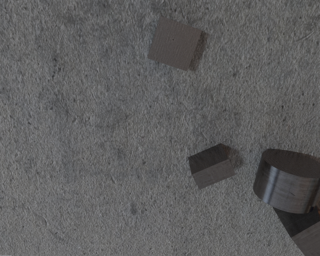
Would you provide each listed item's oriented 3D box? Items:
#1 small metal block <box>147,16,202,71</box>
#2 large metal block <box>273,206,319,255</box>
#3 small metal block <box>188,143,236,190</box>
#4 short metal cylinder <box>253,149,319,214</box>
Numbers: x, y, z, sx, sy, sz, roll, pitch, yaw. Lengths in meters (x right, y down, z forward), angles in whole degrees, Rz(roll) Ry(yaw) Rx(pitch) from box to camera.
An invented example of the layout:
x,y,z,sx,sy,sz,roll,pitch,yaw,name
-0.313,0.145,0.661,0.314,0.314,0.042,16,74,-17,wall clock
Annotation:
x,y,z,sx,sy,sz,roll,pitch,yaw,name
0.017,-0.102,0.373,0.050,0.025,0.050,17,109,-7,small metal block
0.210,0.140,0.435,0.050,0.080,0.080,-36,107,12,large metal block
0.068,0.051,0.416,0.050,0.050,0.025,-25,109,8,small metal block
0.169,0.068,0.408,0.081,0.080,0.050,7,110,-3,short metal cylinder
